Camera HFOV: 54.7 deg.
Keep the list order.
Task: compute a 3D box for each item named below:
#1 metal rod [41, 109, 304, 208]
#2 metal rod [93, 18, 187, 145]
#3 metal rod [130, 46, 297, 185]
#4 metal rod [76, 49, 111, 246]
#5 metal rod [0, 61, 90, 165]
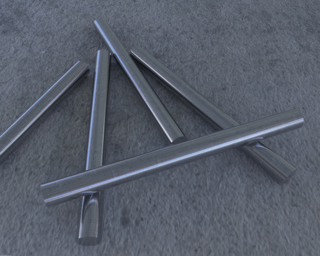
[{"bbox_3d":[0.026,0.028,0.346,0.302,0.025,0.025,-16,52,-13],"label":"metal rod"},{"bbox_3d":[-0.042,-0.084,0.473,0.025,0.025,0.300,-20,53,-17],"label":"metal rod"},{"bbox_3d":[0.055,-0.033,0.431,0.025,0.025,0.300,-32,57,-24],"label":"metal rod"},{"bbox_3d":[-0.081,-0.002,0.403,0.025,0.025,0.300,-3,50,-3],"label":"metal rod"},{"bbox_3d":[-0.184,0.010,0.391,0.025,0.025,0.301,20,53,16],"label":"metal rod"}]
